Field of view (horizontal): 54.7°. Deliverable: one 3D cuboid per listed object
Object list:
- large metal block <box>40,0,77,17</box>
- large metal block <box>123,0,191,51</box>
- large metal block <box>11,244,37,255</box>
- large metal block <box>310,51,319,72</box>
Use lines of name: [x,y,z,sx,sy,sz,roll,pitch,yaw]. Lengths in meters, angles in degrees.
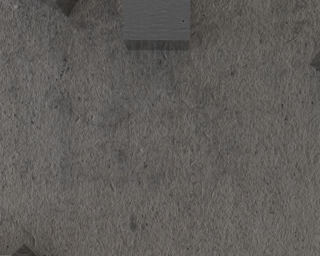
large metal block: [-0.140,-0.205,0.396,0.080,0.050,0.080,31,90,0]
large metal block: [-0.004,-0.146,0.397,0.081,0.050,0.080,0,90,0]
large metal block: [-0.183,0.214,0.396,0.080,0.050,0.080,44,90,0]
large metal block: [0.261,-0.095,0.399,0.080,0.050,0.080,37,90,0]
